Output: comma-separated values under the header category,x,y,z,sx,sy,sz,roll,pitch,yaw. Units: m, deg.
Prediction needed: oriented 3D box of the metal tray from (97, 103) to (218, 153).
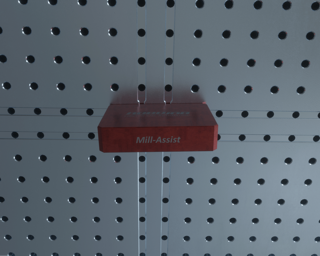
category,x,y,z,sx,sy,sz,roll,pitch,yaw
metal tray,-0.002,-0.003,0.377,0.131,0.090,0.030,-1,110,0
